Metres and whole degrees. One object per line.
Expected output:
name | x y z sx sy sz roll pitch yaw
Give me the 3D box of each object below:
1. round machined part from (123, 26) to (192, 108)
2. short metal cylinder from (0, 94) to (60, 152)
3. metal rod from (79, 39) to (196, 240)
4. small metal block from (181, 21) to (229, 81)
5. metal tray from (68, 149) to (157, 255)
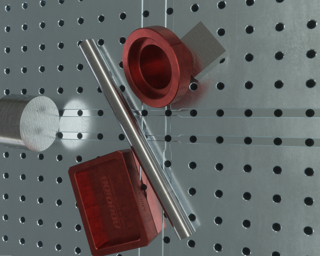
round machined part | 0.001 -0.078 0.387 0.098 0.042 0.097 24 127 38
short metal cylinder | -0.193 -0.008 0.450 0.050 0.080 0.079 6 92 19
metal rod | -0.035 0.008 0.423 0.025 0.025 0.299 -31 80 17
small metal block | 0.050 -0.097 0.394 0.050 0.025 0.050 -39 78 15
metal tray | -0.067 0.104 0.432 0.090 0.030 0.129 -20 84 18
